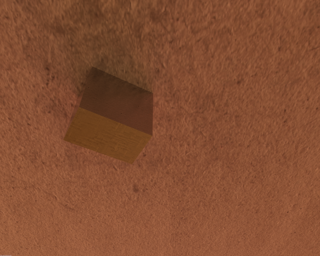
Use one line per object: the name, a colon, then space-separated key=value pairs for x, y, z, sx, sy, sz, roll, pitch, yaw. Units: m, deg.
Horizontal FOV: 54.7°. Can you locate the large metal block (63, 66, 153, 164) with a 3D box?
large metal block: x=-0.055 y=-0.015 z=0.357 sx=0.080 sy=0.080 sz=0.050 roll=22 pitch=126 yaw=-18
